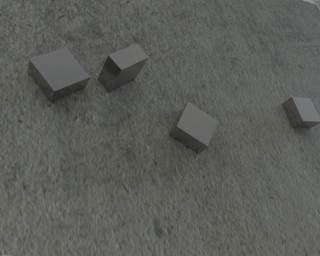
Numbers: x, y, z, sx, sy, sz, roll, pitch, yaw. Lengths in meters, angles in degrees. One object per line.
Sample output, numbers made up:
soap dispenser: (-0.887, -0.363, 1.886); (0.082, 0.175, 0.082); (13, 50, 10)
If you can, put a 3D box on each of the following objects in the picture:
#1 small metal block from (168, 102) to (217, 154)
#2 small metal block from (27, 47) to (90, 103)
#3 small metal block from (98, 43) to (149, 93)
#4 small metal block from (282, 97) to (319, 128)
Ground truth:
small metal block: (0.046, 0.000, 0.431); (0.050, 0.025, 0.050); (33, 51, -7)
small metal block: (-0.123, -0.065, 0.378); (0.050, 0.025, 0.050); (-33, 80, -38)
small metal block: (-0.049, -0.079, 0.411); (0.025, 0.050, 0.050); (49, 51, 6)
small metal block: (0.257, -0.028, 0.563); (0.050, 0.025, 0.050); (1, 61, -28)
